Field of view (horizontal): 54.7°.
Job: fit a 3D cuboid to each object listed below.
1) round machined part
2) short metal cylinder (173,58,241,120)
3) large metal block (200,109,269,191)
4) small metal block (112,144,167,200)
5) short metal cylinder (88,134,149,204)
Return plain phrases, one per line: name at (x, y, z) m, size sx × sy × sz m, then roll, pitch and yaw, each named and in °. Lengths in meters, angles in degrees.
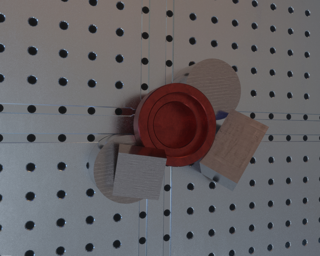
round machined part at (0.015, -0.004, 0.378) m, size 0.099 × 0.042 × 0.097 m, roll 0°, pitch 90°, yaw -20°
short metal cylinder at (0.062, -0.050, 0.422) m, size 0.081 × 0.050 × 0.079 m, roll 0°, pitch 90°, yaw -20°
large metal block at (0.096, 0.032, 0.412) m, size 0.050 × 0.080 × 0.080 m, roll 29°, pitch 79°, yaw 17°
small metal block at (-0.023, 0.048, 0.338) m, size 0.050 × 0.025 × 0.050 m, roll 8°, pitch 107°, yaw -8°
short metal cylinder at (-0.045, 0.048, 0.382) m, size 0.081 × 0.050 × 0.079 m, roll 0°, pitch 90°, yaw -20°
